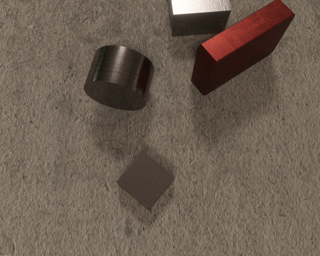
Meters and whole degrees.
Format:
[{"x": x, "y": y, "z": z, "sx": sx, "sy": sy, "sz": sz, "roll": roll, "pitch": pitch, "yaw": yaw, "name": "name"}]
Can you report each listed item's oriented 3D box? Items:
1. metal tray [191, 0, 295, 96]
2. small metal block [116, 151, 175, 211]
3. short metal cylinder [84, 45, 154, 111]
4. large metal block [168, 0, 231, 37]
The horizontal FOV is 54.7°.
[{"x": 0.106, "y": -0.104, "z": 0.412, "sx": 0.131, "sy": 0.090, "sz": 0.030, "roll": -33, "pitch": 74, "yaw": -11, "name": "metal tray"}, {"x": -0.017, "y": 0.066, "z": 0.384, "sx": 0.050, "sy": 0.025, "sz": 0.050, "roll": 38, "pitch": 74, "yaw": 12, "name": "small metal block"}, {"x": -0.052, "y": -0.062, "z": 0.401, "sx": 0.080, "sy": 0.080, "sz": 0.050, "roll": 11, "pitch": 71, "yaw": 4, "name": "short metal cylinder"}, {"x": 0.055, "y": -0.189, "z": 0.464, "sx": 0.081, "sy": 0.050, "sz": 0.080, "roll": -5, "pitch": 70, "yaw": -2, "name": "large metal block"}]
